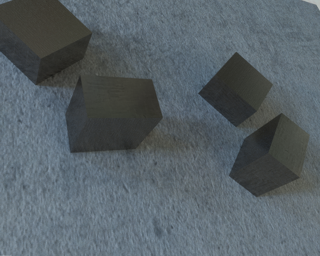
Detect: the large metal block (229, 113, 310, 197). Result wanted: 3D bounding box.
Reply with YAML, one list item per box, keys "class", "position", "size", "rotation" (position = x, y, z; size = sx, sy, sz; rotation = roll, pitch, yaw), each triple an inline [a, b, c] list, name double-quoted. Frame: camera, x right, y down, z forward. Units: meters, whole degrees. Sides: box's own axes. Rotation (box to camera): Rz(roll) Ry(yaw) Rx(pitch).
- class: "large metal block"
  position: [0.151, 0.038, 0.429]
  size: [0.050, 0.080, 0.080]
  rotation: [38, 51, -3]

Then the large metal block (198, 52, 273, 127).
- class: "large metal block"
  position: [0.121, -0.062, 0.494]
  size: [0.080, 0.050, 0.080]
  rotation: [42, 51, 0]

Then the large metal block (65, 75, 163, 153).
- class: "large metal block"
  position: [-0.055, -0.013, 0.348]
  size: [0.081, 0.080, 0.050]
  rotation: [-1, 63, -29]

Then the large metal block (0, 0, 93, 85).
- class: "large metal block"
  position: [-0.145, -0.112, 0.379]
  size: [0.080, 0.050, 0.080]
  rotation: [44, 51, 2]
